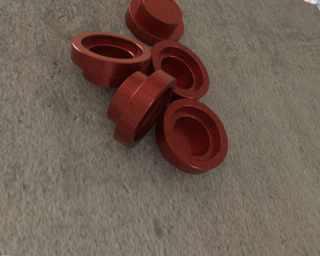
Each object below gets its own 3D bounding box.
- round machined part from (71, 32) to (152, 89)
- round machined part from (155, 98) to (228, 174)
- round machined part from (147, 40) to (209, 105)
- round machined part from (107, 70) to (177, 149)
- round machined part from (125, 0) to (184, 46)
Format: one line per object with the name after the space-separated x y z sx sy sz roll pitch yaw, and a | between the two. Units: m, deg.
-0.063 -0.085 0.396 0.099 0.042 0.098 10 33 -7 | round machined part
0.036 0.014 0.403 0.099 0.042 0.098 15 58 -25 | round machined part
0.020 -0.074 0.446 0.099 0.042 0.098 18 54 -27 | round machined part
-0.025 -0.027 0.363 0.042 0.097 0.098 34 50 7 | round machined part
-0.003 -0.180 0.503 0.099 0.042 0.098 14 56 -21 | round machined part
